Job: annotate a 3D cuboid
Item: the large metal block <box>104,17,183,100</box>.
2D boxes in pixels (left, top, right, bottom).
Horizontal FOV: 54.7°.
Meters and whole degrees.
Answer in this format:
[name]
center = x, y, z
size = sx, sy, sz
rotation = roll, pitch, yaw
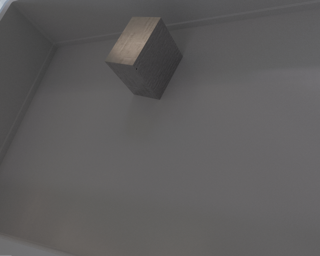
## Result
[large metal block]
center = -0.020, -0.099, 0.441
size = 0.050, 0.080, 0.080
rotation = 16, 70, 34
